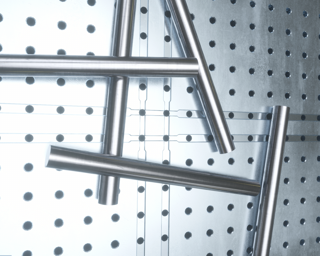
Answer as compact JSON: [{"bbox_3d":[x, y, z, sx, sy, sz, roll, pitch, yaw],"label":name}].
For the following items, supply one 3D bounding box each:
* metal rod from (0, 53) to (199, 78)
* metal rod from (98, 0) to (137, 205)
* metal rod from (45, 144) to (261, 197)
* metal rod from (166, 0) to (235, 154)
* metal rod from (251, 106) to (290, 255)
[{"bbox_3d":[-0.103,-0.071,0.355,0.302,0.025,0.025,-2,91,-13],"label":"metal rod"},{"bbox_3d":[-0.052,-0.054,0.393,0.025,0.025,0.298,6,88,-20],"label":"metal rod"},{"bbox_3d":[0.011,0.060,0.399,0.302,0.025,0.025,13,86,-27],"label":"metal rod"},{"bbox_3d":[0.046,-0.106,0.430,0.025,0.025,0.298,-23,98,-19],"label":"metal rod"},{"bbox_3d":[0.166,0.114,0.476,0.025,0.025,0.298,11,86,-20],"label":"metal rod"}]
